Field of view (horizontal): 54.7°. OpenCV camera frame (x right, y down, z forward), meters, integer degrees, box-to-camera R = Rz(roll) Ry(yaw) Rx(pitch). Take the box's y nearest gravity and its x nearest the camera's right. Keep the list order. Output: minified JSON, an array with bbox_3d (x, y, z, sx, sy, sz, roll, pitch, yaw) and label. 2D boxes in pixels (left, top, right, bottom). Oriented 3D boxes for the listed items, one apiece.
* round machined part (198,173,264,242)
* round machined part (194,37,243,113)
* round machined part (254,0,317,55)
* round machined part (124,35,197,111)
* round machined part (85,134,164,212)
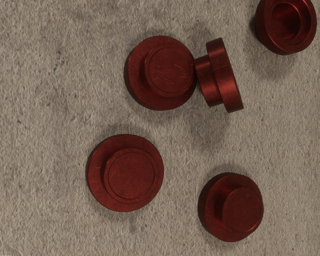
[{"bbox_3d":[0.107,0.115,0.441,0.099,0.042,0.097,0,90,-21],"label":"round machined part"},{"bbox_3d":[0.076,-0.066,0.410,0.042,0.098,0.097,-17,98,16],"label":"round machined part"},{"bbox_3d":[0.184,-0.158,0.470,0.099,0.042,0.097,0,90,-21],"label":"round machined part"},{"bbox_3d":[0.006,-0.072,0.403,0.099,0.042,0.097,0,90,-21],"label":"round machined part"},{"bbox_3d":[-0.040,0.056,0.386,0.099,0.042,0.097,0,90,-21],"label":"round machined part"}]
